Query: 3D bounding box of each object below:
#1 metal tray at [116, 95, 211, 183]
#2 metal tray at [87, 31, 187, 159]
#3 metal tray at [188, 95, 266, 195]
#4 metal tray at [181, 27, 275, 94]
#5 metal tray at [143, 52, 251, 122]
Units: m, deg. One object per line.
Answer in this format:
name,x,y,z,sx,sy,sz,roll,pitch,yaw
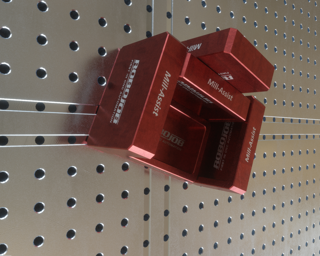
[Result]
metal tray,0.007,0.011,0.410,0.131,0.030,0.090,28,73,-37
metal tray,-0.027,-0.035,0.343,0.030,0.090,0.130,28,73,-37
metal tray,0.090,0.021,0.440,0.030,0.090,0.130,28,73,-37
metal tray,0.062,-0.075,0.391,0.090,0.130,0.030,28,73,-37
metal tray,0.043,-0.046,0.401,0.131,0.090,0.030,27,73,-37
